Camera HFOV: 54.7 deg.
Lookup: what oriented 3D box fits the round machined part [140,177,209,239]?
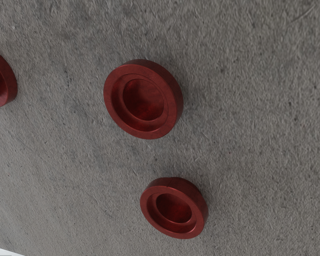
[{"bbox_3d":[0.024,0.111,0.452,0.098,0.042,0.097,13,124,21],"label":"round machined part"}]

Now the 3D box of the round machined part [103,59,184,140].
[{"bbox_3d":[-0.016,-0.038,0.381,0.098,0.042,0.097,13,124,21],"label":"round machined part"}]

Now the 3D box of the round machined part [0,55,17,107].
[{"bbox_3d":[-0.284,-0.077,0.498,0.098,0.042,0.097,13,124,21],"label":"round machined part"}]
